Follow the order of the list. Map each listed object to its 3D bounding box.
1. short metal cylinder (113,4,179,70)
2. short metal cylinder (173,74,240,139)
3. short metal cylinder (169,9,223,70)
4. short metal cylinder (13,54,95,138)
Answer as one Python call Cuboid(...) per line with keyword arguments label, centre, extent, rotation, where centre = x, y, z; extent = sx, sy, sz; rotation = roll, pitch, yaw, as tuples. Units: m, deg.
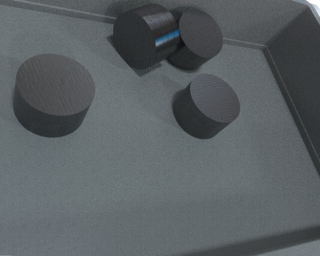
Cuboid(label="short metal cylinder", centre=(-0.020, -0.129, 0.438), extent=(0.080, 0.080, 0.050), rotation=(49, 51, 6))
Cuboid(label="short metal cylinder", centre=(0.066, -0.030, 0.443), extent=(0.081, 0.050, 0.080), rotation=(14, 56, -21))
Cuboid(label="short metal cylinder", centre=(0.051, -0.138, 0.489), extent=(0.081, 0.050, 0.080), rotation=(8, 73, -27))
Cuboid(label="short metal cylinder", centre=(-0.119, -0.036, 0.347), extent=(0.081, 0.050, 0.080), rotation=(14, 56, -21))
